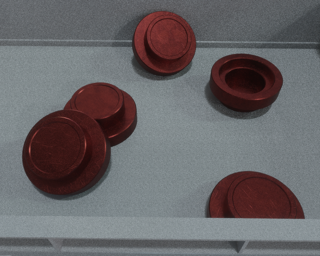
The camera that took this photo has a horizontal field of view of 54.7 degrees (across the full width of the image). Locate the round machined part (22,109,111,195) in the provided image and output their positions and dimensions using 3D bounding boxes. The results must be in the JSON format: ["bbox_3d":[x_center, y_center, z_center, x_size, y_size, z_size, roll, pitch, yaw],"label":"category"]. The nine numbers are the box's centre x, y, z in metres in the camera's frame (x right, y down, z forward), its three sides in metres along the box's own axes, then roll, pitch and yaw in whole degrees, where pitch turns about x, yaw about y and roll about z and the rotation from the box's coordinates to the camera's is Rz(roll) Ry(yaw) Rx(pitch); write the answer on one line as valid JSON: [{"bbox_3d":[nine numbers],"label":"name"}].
[{"bbox_3d":[-0.109,0.025,0.347,0.099,0.042,0.098,-2,75,7],"label":"round machined part"}]

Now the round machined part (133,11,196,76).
[{"bbox_3d":[0.009,-0.131,0.472,0.099,0.042,0.097,1,86,-13],"label":"round machined part"}]

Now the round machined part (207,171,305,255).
[{"bbox_3d":[0.100,0.086,0.322,0.099,0.042,0.098,0,50,0],"label":"round machined part"}]

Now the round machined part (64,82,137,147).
[{"bbox_3d":[-0.081,-0.023,0.413,0.099,0.042,0.098,0,50,0],"label":"round machined part"}]

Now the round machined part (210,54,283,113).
[{"bbox_3d":[0.121,-0.060,0.446,0.099,0.042,0.098,0,50,0],"label":"round machined part"}]
